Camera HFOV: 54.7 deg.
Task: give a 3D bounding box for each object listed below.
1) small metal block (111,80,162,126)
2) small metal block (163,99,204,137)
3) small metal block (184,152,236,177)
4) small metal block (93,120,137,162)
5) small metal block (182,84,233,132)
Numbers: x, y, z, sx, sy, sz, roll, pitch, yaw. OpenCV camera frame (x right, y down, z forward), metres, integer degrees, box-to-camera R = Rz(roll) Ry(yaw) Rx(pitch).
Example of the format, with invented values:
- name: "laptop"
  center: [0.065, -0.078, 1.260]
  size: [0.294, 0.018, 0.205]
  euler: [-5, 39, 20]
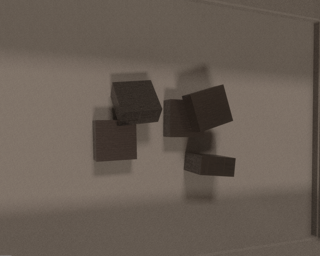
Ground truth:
- name: "small metal block"
  center: [-0.031, -0.032, 0.386]
  size: [0.050, 0.025, 0.050]
  euler: [-7, 54, -20]
- name: "small metal block"
  center: [0.033, -0.013, 0.424]
  size: [0.050, 0.025, 0.050]
  euler: [1, 90, -20]
- name: "small metal block"
  center: [0.067, 0.049, 0.423]
  size: [0.050, 0.050, 0.025]
  euler: [6, 88, -20]
- name: "small metal block"
  center: [-0.057, 0.015, 0.390]
  size: [0.050, 0.025, 0.050]
  euler: [-2, 91, -21]
- name: "small metal block"
  center: [0.063, -0.026, 0.409]
  size: [0.050, 0.025, 0.050]
  euler: [-18, 96, -20]
